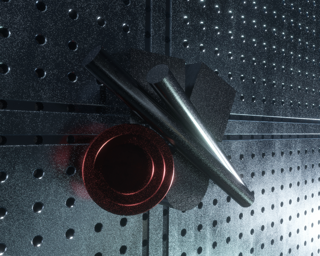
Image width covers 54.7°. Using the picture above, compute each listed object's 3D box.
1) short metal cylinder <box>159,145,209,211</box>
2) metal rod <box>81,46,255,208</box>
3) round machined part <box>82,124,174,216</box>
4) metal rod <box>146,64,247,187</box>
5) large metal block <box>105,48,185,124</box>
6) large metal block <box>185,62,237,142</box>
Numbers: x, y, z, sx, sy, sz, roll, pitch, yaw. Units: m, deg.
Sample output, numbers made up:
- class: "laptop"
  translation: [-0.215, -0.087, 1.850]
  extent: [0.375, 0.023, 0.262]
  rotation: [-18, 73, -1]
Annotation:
- class: "short metal cylinder"
  translation: [0.019, 0.062, 0.403]
  extent: [0.081, 0.050, 0.079]
  rotation: [0, 90, -40]
- class: "metal rod"
  translation: [0.031, 0.019, 0.364]
  extent: [0.300, 0.025, 0.025]
  rotation: [42, 65, -33]
- class: "round machined part"
  translation: [-0.037, 0.045, 0.348]
  extent: [0.099, 0.042, 0.097]
  rotation: [1, 87, -17]
- class: "metal rod"
  translation: [0.067, 0.026, 0.412]
  extent: [0.300, 0.025, 0.025]
  rotation: [49, 60, -45]
- class: "large metal block"
  translation: [-0.017, -0.044, 0.370]
  extent: [0.081, 0.050, 0.079]
  rotation: [1, 90, -40]
- class: "large metal block"
  translation: [0.054, -0.033, 0.432]
  extent: [0.080, 0.050, 0.080]
  rotation: [31, 71, -36]
